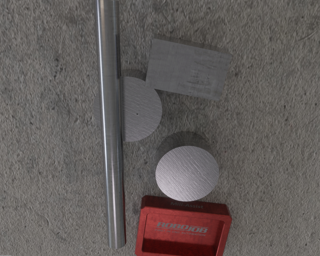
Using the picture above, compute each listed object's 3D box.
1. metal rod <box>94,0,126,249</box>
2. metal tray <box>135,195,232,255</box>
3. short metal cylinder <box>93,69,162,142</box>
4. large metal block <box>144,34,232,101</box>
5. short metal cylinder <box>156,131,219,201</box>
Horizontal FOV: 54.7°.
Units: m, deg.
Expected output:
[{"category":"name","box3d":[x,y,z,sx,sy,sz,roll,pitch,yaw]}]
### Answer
[{"category":"metal rod","box3d":[-0.055,0.013,0.360,0.025,0.025,0.298,1,110,-1]},{"category":"metal tray","box3d":[0.033,0.153,0.463,0.131,0.030,0.089,7,110,-3]},{"category":"short metal cylinder","box3d":[-0.038,-0.029,0.385,0.081,0.050,0.079,0,110,0]},{"category":"large metal block","box3d":[0.028,-0.072,0.354,0.081,0.080,0.050,11,110,-4]},{"category":"short metal cylinder","box3d":[0.035,0.050,0.415,0.081,0.050,0.079,0,110,0]}]
